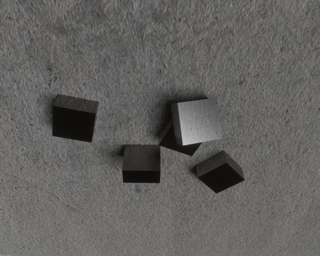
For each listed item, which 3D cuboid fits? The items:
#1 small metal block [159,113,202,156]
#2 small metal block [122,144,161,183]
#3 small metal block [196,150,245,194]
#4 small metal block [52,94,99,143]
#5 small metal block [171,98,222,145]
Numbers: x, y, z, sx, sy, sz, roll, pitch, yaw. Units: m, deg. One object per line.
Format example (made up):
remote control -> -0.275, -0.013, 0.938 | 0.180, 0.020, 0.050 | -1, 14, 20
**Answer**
small metal block -> 0.031, 0.006, 0.412 | 0.050, 0.025, 0.050 | 19, 128, -16
small metal block -> -0.025, 0.049, 0.432 | 0.050, 0.050, 0.025 | 1, 130, -1
small metal block -> 0.090, 0.067, 0.465 | 0.050, 0.025, 0.050 | -33, 123, 24
small metal block -> -0.108, -0.012, 0.396 | 0.050, 0.025, 0.050 | 11, 129, -9
small metal block -> 0.044, -0.008, 0.375 | 0.050, 0.025, 0.050 | -9, 94, -16
